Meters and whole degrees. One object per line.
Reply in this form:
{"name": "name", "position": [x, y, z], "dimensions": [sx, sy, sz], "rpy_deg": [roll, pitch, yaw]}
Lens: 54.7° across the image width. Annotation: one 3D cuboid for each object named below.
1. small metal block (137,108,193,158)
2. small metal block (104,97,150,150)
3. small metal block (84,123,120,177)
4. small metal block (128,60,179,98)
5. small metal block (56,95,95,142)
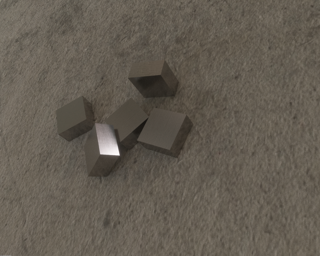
{"name": "small metal block", "position": [0.007, 0.005, 0.396], "dimensions": [0.050, 0.025, 0.050], "rpy_deg": [14, 69, 33]}
{"name": "small metal block", "position": [-0.041, -0.006, 0.428], "dimensions": [0.050, 0.025, 0.050], "rpy_deg": [-42, 51, -1]}
{"name": "small metal block", "position": [-0.078, 0.030, 0.409], "dimensions": [0.050, 0.025, 0.050], "rpy_deg": [-55, 40, 39]}
{"name": "small metal block", "position": [-0.008, -0.067, 0.432], "dimensions": [0.050, 0.050, 0.025], "rpy_deg": [0, 62, 28]}
{"name": "small metal block", "position": [-0.131, -0.015, 0.479], "dimensions": [0.050, 0.025, 0.050], "rpy_deg": [-27, 52, 10]}
